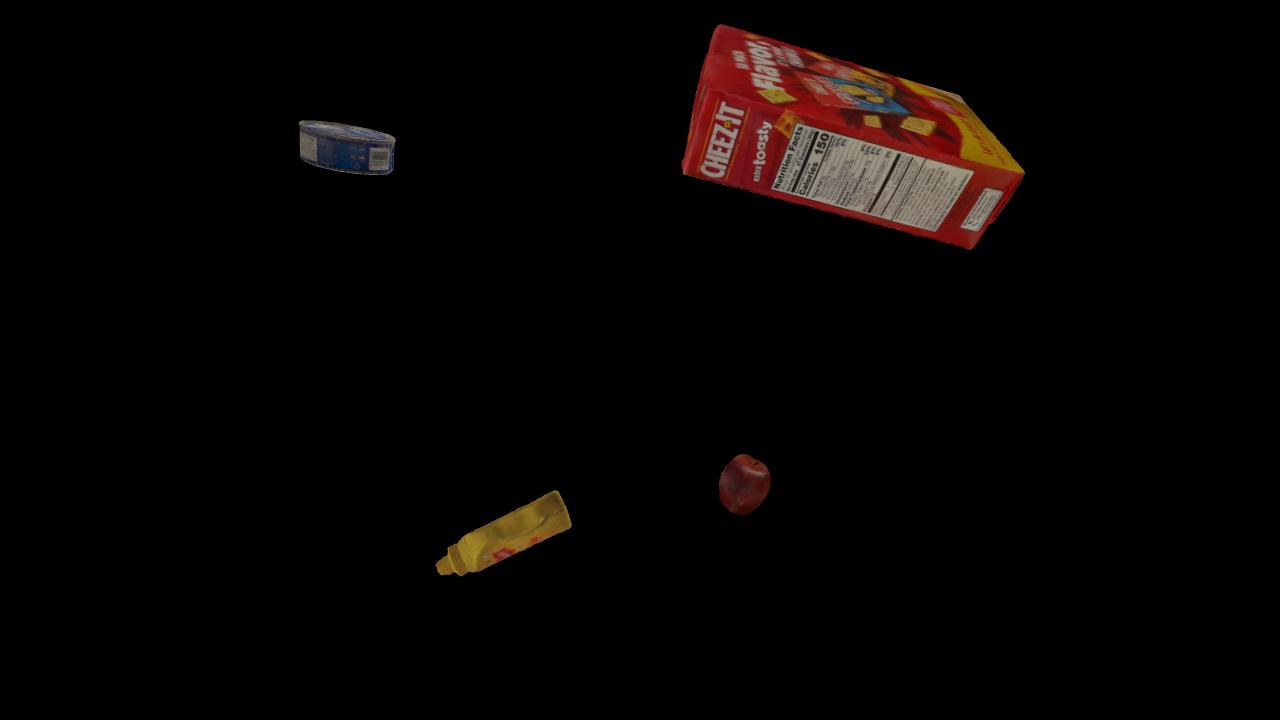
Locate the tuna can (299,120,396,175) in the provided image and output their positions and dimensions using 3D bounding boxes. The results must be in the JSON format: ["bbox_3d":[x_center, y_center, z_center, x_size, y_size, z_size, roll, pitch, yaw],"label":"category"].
[{"bbox_3d":[-0.281,-0.204,0.593,0.084,0.034,0.084,11,23,-5],"label":"tuna can"}]

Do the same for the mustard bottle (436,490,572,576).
[{"bbox_3d":[-0.186,0.242,0.835,0.184,0.054,0.092,-23,-19,-15],"label":"mustard bottle"}]

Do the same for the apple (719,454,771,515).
[{"bbox_3d":[0.161,0.192,0.948,0.079,0.093,0.079,19,21,-8],"label":"apple"}]

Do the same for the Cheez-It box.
[{"bbox_3d":[0.151,-0.179,0.478,0.223,0.071,0.166,14,41,-3],"label":"Cheez-It box"}]
